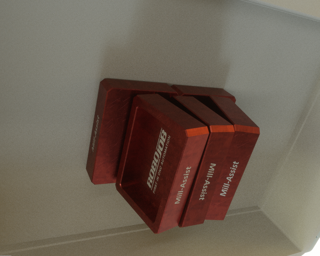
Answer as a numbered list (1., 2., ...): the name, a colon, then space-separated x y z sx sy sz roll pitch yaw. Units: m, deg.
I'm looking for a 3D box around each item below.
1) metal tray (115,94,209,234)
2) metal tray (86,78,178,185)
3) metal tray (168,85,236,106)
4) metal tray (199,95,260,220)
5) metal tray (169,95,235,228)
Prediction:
1. metal tray: -0.004 0.038 0.343 0.030 0.090 0.129 -8 123 -40
2. metal tray: -0.036 0.007 0.387 0.091 0.030 0.129 0 118 -29
3. metal tray: 0.043 0.008 0.432 0.091 0.030 0.129 0 118 -29
4. metal tray: 0.068 0.036 0.382 0.030 0.090 0.129 7 116 -16
5. metal tray: 0.031 0.037 0.364 0.030 0.090 0.129 0 117 -28
